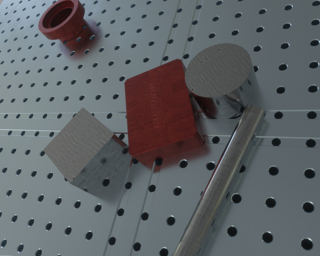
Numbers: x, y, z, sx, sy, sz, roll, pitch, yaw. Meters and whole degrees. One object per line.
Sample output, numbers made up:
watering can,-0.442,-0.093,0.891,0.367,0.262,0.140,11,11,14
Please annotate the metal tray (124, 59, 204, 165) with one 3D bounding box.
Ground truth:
metal tray,0.001,-0.025,0.418,0.090,0.030,0.130,-19,54,16

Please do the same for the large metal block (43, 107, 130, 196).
large metal block,-0.098,0.031,0.423,0.080,0.050,0.080,-49,52,-7

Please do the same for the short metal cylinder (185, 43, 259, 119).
short metal cylinder,0.078,-0.058,0.386,0.080,0.050,0.080,-13,56,20

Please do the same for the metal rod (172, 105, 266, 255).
metal rod,0.040,0.106,0.321,0.025,0.025,0.300,19,71,35

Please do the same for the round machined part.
round machined part,-0.193,-0.215,0.628,0.098,0.042,0.098,-13,56,20
